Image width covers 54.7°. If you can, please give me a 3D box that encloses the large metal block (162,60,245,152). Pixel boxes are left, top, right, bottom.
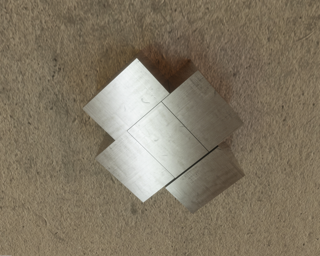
[{"bbox_3d":[0.047,-0.030,0.372,0.050,0.080,0.080,-40,106,13],"label":"large metal block"}]

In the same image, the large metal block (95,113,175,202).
[{"bbox_3d":[-0.029,0.033,0.394,0.050,0.080,0.080,-40,106,13],"label":"large metal block"}]

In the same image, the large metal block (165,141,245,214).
[{"bbox_3d":[0.053,0.049,0.401,0.080,0.080,0.050,-40,106,13],"label":"large metal block"}]

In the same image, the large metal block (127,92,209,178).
[{"bbox_3d":[0.009,0.001,0.383,0.050,0.080,0.080,-40,106,13],"label":"large metal block"}]

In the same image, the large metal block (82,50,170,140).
[{"bbox_3d":[-0.037,-0.042,0.366,0.080,0.080,0.050,-40,106,13],"label":"large metal block"}]
